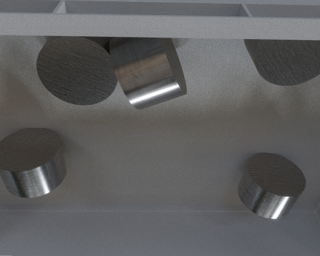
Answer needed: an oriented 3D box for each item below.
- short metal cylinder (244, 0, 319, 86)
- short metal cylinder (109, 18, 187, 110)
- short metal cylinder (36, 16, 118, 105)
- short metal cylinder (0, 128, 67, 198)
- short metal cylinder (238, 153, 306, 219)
[{"bbox_3d":[0.132,-0.091,0.318,0.081,0.050,0.079,0,130,0],"label":"short metal cylinder"},{"bbox_3d":[-0.010,-0.064,0.318,0.050,0.080,0.080,-18,128,14],"label":"short metal cylinder"},{"bbox_3d":[-0.083,-0.071,0.331,0.081,0.050,0.079,0,130,0],"label":"short metal cylinder"},{"bbox_3d":[-0.169,0.044,0.408,0.081,0.080,0.050,0,130,-1],"label":"short metal cylinder"},{"bbox_3d":[0.159,0.082,0.445,0.081,0.080,0.050,5,130,-5],"label":"short metal cylinder"}]
